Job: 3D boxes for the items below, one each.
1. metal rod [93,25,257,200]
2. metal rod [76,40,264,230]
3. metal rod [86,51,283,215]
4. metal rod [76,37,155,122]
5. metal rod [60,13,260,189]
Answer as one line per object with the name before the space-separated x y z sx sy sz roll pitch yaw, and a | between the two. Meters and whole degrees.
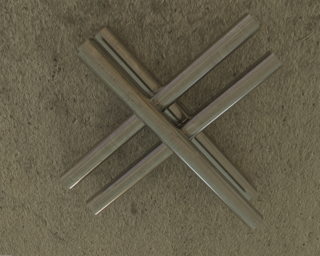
metal rod | 0.029 -0.010 0.408 0.025 0.025 0.300 -40 106 13
metal rod | 0.023 0.019 0.365 0.025 0.025 0.300 -41 106 13
metal rod | 0.021 0.014 0.390 0.300 0.025 0.025 -40 106 13
metal rod | 0.008 0.004 0.412 0.025 0.025 0.300 -40 106 13
metal rod | -0.010 -0.024 0.375 0.300 0.025 0.025 -40 106 13
